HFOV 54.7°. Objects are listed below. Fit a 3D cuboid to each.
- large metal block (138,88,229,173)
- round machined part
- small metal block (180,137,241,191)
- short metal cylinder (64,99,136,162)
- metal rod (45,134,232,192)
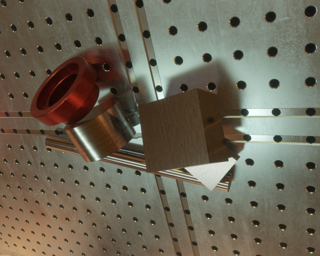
[{"bbox_3d":[0.026,0.006,0.361,0.080,0.050,0.080,-14,79,33],"label":"large metal block"},{"bbox_3d":[-0.119,-0.043,0.406,0.098,0.098,0.042,-14,139,33],"label":"round machined part"},{"bbox_3d":[0.063,0.041,0.387,0.050,0.025,0.050,40,110,15],"label":"small metal block"},{"bbox_3d":[-0.080,0.002,0.417,0.080,0.080,0.050,-15,112,34],"label":"short metal cylinder"},{"bbox_3d":[-0.046,0.047,0.462,0.301,0.025,0.025,10,123,22],"label":"metal rod"}]
